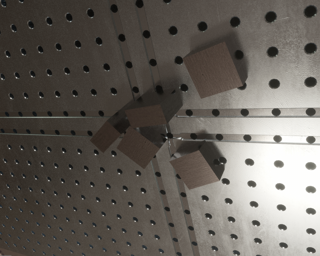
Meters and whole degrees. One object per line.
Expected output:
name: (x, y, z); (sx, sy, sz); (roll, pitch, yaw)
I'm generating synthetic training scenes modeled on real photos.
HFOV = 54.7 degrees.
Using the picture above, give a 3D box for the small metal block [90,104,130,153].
small metal block: (-0.062, 0.001, 0.426); (0.025, 0.050, 0.050); (45, 129, -3)

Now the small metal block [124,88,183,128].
small metal block: (-0.007, -0.025, 0.382); (0.050, 0.050, 0.025); (-7, 115, 31)

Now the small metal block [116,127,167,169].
small metal block: (-0.026, 0.022, 0.437); (0.050, 0.025, 0.050); (37, 129, 3)

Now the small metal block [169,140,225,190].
small metal block: (0.050, 0.050, 0.415); (0.050, 0.025, 0.050); (-26, 105, 36)

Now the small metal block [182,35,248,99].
small metal block: (0.060, -0.065, 0.338); (0.050, 0.025, 0.050); (-16, 111, 34)
